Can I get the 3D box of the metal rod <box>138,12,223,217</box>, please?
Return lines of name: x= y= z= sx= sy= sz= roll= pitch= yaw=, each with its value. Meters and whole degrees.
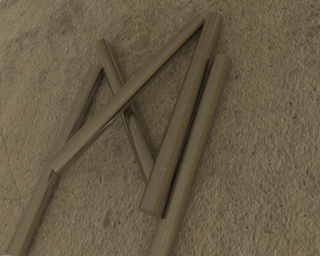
metal rod: x=0.035 y=-0.037 z=0.391 sx=0.025 sy=0.025 sz=0.300 roll=4 pitch=59 yaw=29

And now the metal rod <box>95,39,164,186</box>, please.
metal rod: x=-0.052 y=-0.038 z=0.452 sx=0.025 sy=0.025 sz=0.300 roll=-31 pitch=52 yaw=8

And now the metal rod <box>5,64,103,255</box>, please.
metal rod: x=-0.146 y=0.033 z=0.458 sx=0.025 sy=0.025 sz=0.300 roll=3 pitch=63 yaw=29

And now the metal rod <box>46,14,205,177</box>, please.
metal rod: x=-0.035 y=-0.055 z=0.426 sx=0.025 sy=0.025 sz=0.301 roll=28 pitch=68 yaw=37

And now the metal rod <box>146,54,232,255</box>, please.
metal rod: x=0.034 y=0.039 z=0.360 sx=0.025 sy=0.025 sz=0.300 roll=7 pitch=65 yaw=31
